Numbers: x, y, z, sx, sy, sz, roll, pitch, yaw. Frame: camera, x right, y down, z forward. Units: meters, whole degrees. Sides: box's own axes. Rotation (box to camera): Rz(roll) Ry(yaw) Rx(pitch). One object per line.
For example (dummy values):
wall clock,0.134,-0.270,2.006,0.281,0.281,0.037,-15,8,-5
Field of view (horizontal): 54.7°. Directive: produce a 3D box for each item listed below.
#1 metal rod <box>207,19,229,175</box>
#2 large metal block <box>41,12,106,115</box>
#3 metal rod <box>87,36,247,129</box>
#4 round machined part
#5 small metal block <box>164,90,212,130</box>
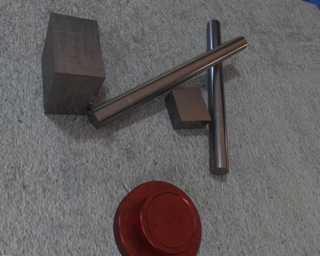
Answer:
metal rod,0.090,-0.067,0.495,0.025,0.025,0.300,17,55,-19
large metal block,-0.103,-0.070,0.356,0.050,0.080,0.080,1,61,-28
metal rod,0.029,-0.077,0.448,0.302,0.025,0.025,-32,80,-32
round machined part,0.004,0.103,0.333,0.099,0.042,0.098,14,56,-21
small metal block,0.039,-0.026,0.443,0.050,0.025,0.050,-2,63,-30
